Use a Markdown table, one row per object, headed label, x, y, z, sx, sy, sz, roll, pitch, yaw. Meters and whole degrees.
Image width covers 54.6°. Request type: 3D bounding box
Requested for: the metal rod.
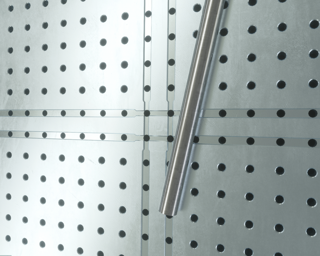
| label | x | y | z | sx | sy | sz | roll | pitch | yaw |
| --- | --- | --- | --- | --- | --- | --- | --- | --- | --- |
| metal rod | 0.042 | -0.035 | 0.398 | 0.025 | 0.025 | 0.298 | 14 | 95 | 19 |
